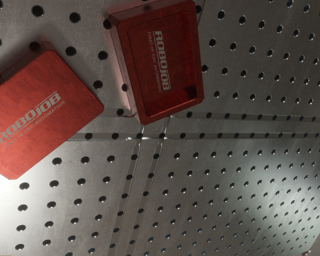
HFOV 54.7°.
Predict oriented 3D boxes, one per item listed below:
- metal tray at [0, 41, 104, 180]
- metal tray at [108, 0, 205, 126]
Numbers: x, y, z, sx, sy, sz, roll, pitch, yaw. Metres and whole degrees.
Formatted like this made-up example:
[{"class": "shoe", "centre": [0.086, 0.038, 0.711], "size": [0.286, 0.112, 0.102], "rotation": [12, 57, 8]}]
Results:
[{"class": "metal tray", "centre": [-0.137, -0.015, 0.324], "size": [0.130, 0.030, 0.090], "rotation": [-39, 130, -3]}, {"class": "metal tray", "centre": [0.001, -0.076, 0.362], "size": [0.091, 0.030, 0.129], "rotation": [-23, 127, -15]}]
